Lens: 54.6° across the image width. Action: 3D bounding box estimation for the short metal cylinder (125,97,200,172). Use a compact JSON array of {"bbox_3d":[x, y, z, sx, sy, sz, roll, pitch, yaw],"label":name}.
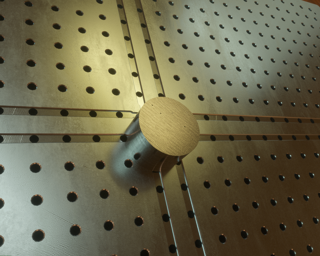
[{"bbox_3d":[0.002,0.008,0.388,0.081,0.050,0.080,13,56,-21],"label":"short metal cylinder"}]
